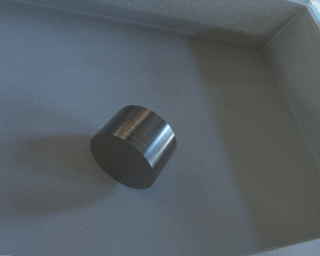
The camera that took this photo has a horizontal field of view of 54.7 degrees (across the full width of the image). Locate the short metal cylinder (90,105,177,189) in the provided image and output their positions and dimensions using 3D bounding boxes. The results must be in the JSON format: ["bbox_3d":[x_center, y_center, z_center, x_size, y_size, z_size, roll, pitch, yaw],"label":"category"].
[{"bbox_3d":[-0.029,0.022,0.343,0.080,0.080,0.050,40,51,-2],"label":"short metal cylinder"}]
